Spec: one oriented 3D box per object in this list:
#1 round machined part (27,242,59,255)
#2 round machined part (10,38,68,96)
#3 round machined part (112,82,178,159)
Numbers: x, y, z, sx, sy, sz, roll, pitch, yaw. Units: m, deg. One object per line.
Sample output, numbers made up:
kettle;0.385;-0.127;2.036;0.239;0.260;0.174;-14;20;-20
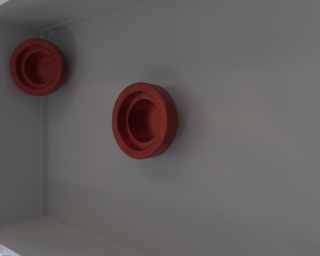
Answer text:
round machined part;-0.230;0.273;0.589;0.098;0.042;0.097;0;90;40
round machined part;-0.210;-0.107;0.552;0.098;0.042;0.097;1;96;10
round machined part;-0.015;-0.009;0.408;0.098;0.042;0.097;0;90;40
